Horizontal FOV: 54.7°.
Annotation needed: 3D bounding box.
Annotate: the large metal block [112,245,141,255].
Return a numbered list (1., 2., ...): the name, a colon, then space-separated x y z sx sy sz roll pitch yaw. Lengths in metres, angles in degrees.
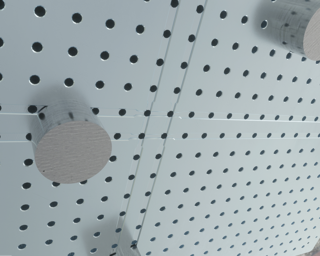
1. large metal block: -0.058 0.252 0.499 0.081 0.080 0.050 -18 126 -18

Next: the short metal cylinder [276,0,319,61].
1. short metal cylinder: 0.207 -0.138 0.423 0.081 0.050 0.079 -14 124 -21

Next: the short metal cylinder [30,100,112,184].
1. short metal cylinder: -0.101 0.016 0.349 0.081 0.050 0.079 -14 124 -21
